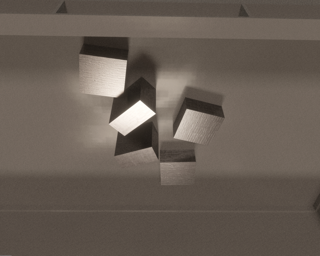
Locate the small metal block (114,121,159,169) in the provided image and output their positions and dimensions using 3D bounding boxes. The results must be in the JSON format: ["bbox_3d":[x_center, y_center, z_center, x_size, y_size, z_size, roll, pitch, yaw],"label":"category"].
[{"bbox_3d":[-0.030,0.022,0.411,0.050,0.050,0.025,-15,129,12],"label":"small metal block"}]

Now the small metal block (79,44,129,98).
[{"bbox_3d":[-0.064,-0.064,0.353,0.050,0.025,0.050,7,130,-6],"label":"small metal block"}]

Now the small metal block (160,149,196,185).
[{"bbox_3d":[0.026,0.059,0.460,0.050,0.025,0.050,-1,130,0],"label":"small metal block"}]

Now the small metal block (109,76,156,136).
[{"bbox_3d":[-0.032,-0.026,0.370,0.050,0.050,0.025,-34,122,25],"label":"small metal block"}]

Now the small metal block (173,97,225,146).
[{"bbox_3d":[0.049,-0.008,0.403,0.050,0.025,0.050,13,129,-11],"label":"small metal block"}]
